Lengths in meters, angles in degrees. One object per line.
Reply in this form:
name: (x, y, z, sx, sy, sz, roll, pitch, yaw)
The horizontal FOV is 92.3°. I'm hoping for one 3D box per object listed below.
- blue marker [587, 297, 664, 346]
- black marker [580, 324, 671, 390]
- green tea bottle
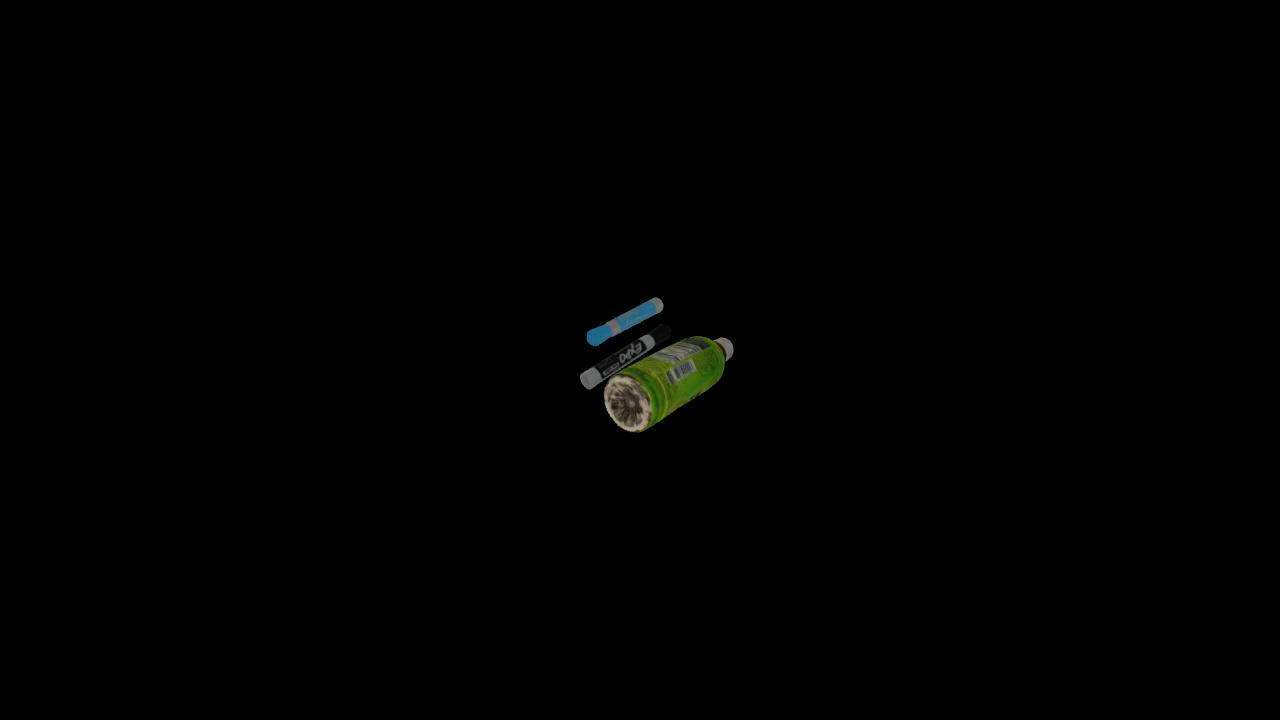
blue marker: (-0.016, -0.044, 0.693, 0.020, 0.020, 0.121, 0, 22, 42)
black marker: (-0.012, -0.006, 0.656, 0.121, 0.020, 0.020, -33, 18, -30)
green tea bottle: (0.048, 0.016, 0.729, 0.073, 0.073, 0.212, 0, 17, 41)
